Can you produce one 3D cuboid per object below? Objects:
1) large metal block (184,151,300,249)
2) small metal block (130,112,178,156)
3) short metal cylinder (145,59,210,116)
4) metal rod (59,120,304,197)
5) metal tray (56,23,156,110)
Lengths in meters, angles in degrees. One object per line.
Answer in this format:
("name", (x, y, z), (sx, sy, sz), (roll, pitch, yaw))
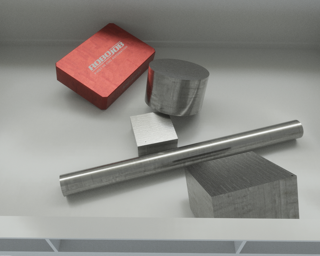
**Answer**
("large metal block", (0.077, 0.066, 0.310), (0.081, 0.050, 0.080), (-11, 14, -10))
("small metal block", (-0.009, 0.007, 0.399), (0.050, 0.025, 0.050), (-11, 51, -9))
("short metal cylinder", (0.022, -0.057, 0.420), (0.081, 0.050, 0.080), (7, 29, -4))
("metal rod", (0.035, 0.033, 0.377), (0.302, 0.025, 0.025), (-12, 51, -11))
("metal tray", (-0.079, -0.097, 0.469), (0.090, 0.030, 0.130), (34, 56, 8))
